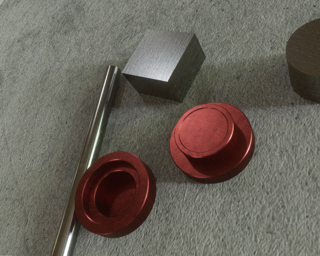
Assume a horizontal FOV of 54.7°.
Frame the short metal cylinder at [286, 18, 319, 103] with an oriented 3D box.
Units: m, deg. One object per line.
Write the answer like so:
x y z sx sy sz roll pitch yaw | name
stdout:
0.183 -0.074 0.338 0.080 0.050 0.080 -13 56 21 | short metal cylinder

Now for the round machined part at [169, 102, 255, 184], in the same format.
0.056 0.011 0.357 0.098 0.042 0.098 -13 56 21 | round machined part

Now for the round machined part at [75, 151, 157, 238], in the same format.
-0.048 0.081 0.369 0.098 0.042 0.098 -13 56 21 | round machined part

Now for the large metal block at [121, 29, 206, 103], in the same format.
0.006 -0.090 0.439 0.080 0.050 0.080 17 70 34 | large metal block

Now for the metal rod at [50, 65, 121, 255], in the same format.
-0.098 0.038 0.431 0.025 0.025 0.300 -5 59 26 | metal rod
